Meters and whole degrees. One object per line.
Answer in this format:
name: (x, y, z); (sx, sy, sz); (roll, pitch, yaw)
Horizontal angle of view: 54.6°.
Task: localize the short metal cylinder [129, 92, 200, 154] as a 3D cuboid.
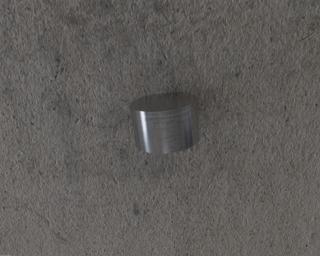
short metal cylinder: (0.007, -0.009, 0.377); (0.080, 0.080, 0.050); (-6, 110, 2)
